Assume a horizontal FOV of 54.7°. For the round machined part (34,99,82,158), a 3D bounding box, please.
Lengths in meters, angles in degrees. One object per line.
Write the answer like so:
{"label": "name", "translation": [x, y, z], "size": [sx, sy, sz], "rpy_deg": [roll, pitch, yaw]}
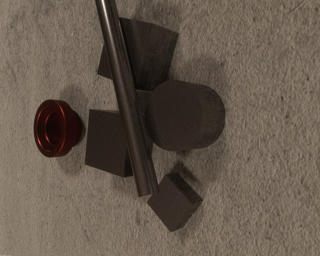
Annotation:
{"label": "round machined part", "translation": [-0.173, 0.001, 0.533], "size": [0.098, 0.042, 0.097], "rpy_deg": [0, 90, 39]}

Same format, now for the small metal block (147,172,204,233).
{"label": "small metal block", "translation": [0.018, 0.092, 0.389], "size": [0.050, 0.025, 0.050], "rpy_deg": [45, 117, 30]}

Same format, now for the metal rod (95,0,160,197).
{"label": "metal rod", "translation": [-0.047, -0.068, 0.376], "size": [0.025, 0.025, 0.299], "rpy_deg": [-22, 76, 37]}

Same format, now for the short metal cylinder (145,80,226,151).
{"label": "short metal cylinder", "translation": [0.029, -0.014, 0.363], "size": [0.080, 0.050, 0.079], "rpy_deg": [0, 90, 39]}

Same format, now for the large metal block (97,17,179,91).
{"label": "large metal block", "translation": [-0.031, -0.098, 0.412], "size": [0.080, 0.050, 0.079], "rpy_deg": [25, 106, 37]}

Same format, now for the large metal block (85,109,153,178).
{"label": "large metal block", "translation": [-0.057, 0.018, 0.433], "size": [0.080, 0.050, 0.079], "rpy_deg": [10, 96, 39]}
